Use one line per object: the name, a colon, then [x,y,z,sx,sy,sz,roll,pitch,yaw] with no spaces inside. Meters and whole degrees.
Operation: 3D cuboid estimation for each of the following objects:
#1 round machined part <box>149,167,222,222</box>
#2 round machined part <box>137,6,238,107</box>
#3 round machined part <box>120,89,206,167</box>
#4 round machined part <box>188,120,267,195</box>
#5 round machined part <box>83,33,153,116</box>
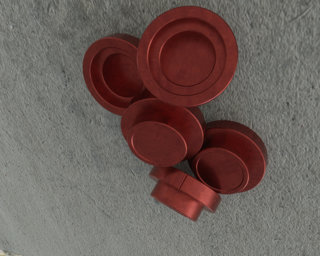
round machined part: [0.027,0.087,0.403,0.098,0.042,0.098,29,167,8]
round machined part: [0.029,-0.070,0.320,0.098,0.042,0.097,0,92,10]
round machined part: [0.001,0.007,0.357,0.098,0.042,0.097,9,131,10]
round machined part: [0.078,0.042,0.381,0.098,0.042,0.097,13,124,20]
round machined part: [-0.041,-0.066,0.376,0.098,0.042,0.097,13,124,20]
